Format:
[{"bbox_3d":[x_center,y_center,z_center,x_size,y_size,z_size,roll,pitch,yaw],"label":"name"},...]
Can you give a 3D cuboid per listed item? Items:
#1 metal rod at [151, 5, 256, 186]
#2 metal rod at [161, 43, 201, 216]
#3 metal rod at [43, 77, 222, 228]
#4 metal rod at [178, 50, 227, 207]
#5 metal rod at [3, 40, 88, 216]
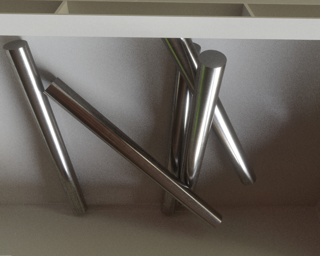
[{"bbox_3d":[0.069,-0.013,0.376,0.025,0.025,0.300,-21,134,17],"label":"metal rod"},{"bbox_3d":[0.023,0.026,0.430,0.025,0.025,0.298,3,130,-2],"label":"metal rod"},{"bbox_3d":[-0.023,0.044,0.413,0.300,0.025,0.025,42,119,-19],"label":"metal rod"},{"bbox_3d":[0.044,0.029,0.394,0.025,0.025,0.298,1,143,-1],"label":"metal rod"},{"bbox_3d":[-0.145,0.024,0.427,0.025,0.025,0.298,-3,130,2],"label":"metal rod"}]
